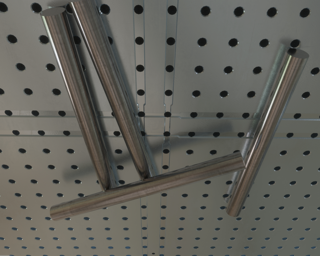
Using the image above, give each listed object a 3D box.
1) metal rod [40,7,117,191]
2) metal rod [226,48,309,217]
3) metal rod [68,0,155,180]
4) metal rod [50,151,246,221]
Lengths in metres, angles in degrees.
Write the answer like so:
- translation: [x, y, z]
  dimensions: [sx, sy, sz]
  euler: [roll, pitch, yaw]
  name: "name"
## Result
- translation: [-0.093, -0.004, 0.406]
  dimensions: [0.025, 0.025, 0.298]
  euler: [-5, 130, 3]
  name: "metal rod"
- translation: [0.139, 0.030, 0.439]
  dimensions: [0.025, 0.025, 0.298]
  euler: [4, 130, -4]
  name: "metal rod"
- translation: [-0.045, -0.017, 0.396]
  dimensions: [0.025, 0.025, 0.298]
  euler: [-10, 130, 8]
  name: "metal rod"
- translation: [-0.027, 0.089, 0.452]
  dimensions: [0.301, 0.025, 0.025]
  euler: [-18, 128, 14]
  name: "metal rod"
